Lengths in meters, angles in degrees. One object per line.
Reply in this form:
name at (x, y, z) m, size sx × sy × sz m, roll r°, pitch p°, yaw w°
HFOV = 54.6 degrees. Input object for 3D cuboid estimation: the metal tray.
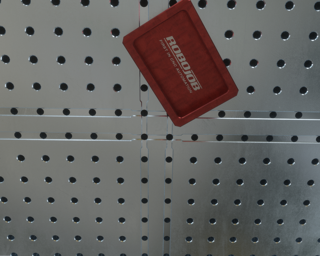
metal tray at (0.026, -0.077, 0.382) m, size 0.090 × 0.030 × 0.130 m, roll -30°, pitch 108°, yaw 10°
